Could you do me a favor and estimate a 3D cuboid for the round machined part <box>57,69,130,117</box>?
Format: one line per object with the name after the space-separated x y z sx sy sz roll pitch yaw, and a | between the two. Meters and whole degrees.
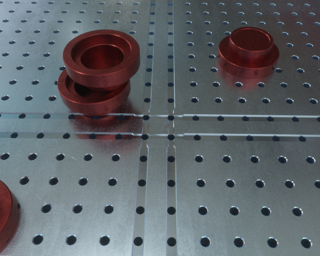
-0.091 -0.054 0.442 0.099 0.042 0.098 0 50 0 | round machined part

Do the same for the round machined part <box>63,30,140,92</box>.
-0.075 -0.086 0.415 0.099 0.042 0.098 0 50 0 | round machined part

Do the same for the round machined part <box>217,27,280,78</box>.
0.145 -0.129 0.506 0.099 0.042 0.098 0 50 0 | round machined part

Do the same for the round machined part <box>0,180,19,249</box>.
-0.204 0.090 0.320 0.099 0.042 0.098 0 50 0 | round machined part
